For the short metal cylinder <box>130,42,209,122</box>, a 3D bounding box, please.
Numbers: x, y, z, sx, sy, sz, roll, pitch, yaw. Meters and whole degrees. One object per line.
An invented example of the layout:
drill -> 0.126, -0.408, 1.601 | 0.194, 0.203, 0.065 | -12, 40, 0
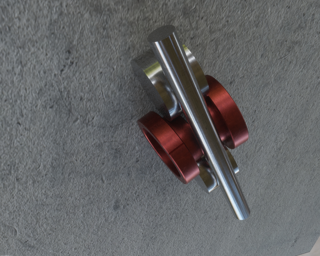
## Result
short metal cylinder -> 0.010, -0.054, 0.346 | 0.050, 0.080, 0.080 | -34, 129, -6

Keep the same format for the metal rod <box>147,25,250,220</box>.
metal rod -> 0.059, 0.021, 0.352 | 0.025, 0.025, 0.299 | -35, 129, -6

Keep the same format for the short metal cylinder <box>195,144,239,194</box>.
short metal cylinder -> 0.066, 0.046, 0.439 | 0.050, 0.080, 0.080 | -34, 129, -6

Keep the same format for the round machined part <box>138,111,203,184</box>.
round machined part -> 0.018, 0.018, 0.382 | 0.042, 0.098, 0.098 | -37, 130, -9

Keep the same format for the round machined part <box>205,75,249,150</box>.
round machined part -> 0.064, -0.014, 0.390 | 0.042, 0.098, 0.098 | -31, 129, -3
